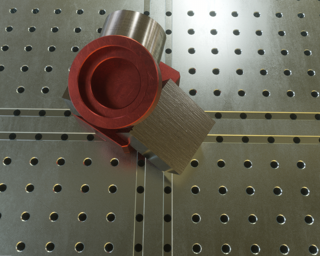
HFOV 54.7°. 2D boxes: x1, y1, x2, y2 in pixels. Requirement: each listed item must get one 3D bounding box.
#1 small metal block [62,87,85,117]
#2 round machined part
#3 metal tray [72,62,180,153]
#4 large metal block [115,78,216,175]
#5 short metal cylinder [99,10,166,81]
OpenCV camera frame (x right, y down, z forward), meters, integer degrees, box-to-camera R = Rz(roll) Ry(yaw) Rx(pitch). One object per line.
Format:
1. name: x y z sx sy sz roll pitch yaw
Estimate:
1. small metal block: -0.091 -0.044 0.380 0.025 0.050 0.050 18 71 6
2. round machined part: -0.046 -0.048 0.340 0.098 0.042 0.097 0 90 11
3. metal tray: -0.044 -0.043 0.425 0.090 0.030 0.130 33 73 11
4. large metal block: 0.007 -0.001 0.379 0.080 0.050 0.080 42 72 -19
5. short metal cylinder: -0.037 -0.099 0.386 0.080 0.080 0.050 13 71 4
